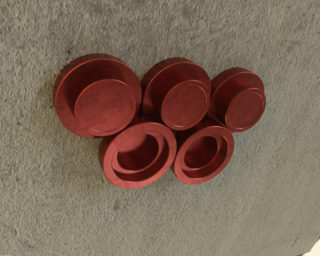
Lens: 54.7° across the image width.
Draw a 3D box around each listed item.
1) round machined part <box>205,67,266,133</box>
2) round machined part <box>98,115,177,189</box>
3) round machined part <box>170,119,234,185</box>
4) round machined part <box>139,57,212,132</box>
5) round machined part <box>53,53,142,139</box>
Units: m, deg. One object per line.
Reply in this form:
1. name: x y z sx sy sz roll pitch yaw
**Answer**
1. round machined part: 0.110 -0.033 0.439 0.099 0.042 0.097 -14 125 -21
2. round machined part: -0.031 0.026 0.398 0.099 0.042 0.097 -14 125 -21
3. round machined part: 0.054 0.030 0.448 0.099 0.042 0.097 -14 125 -21
4. round machined part: 0.024 -0.036 0.390 0.099 0.042 0.097 -14 125 -21
5. round machined part: -0.065 -0.030 0.345 0.099 0.042 0.097 -14 125 -21
